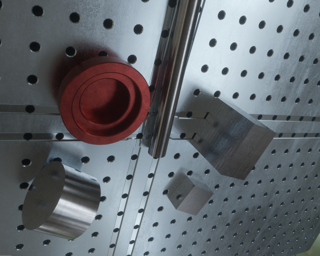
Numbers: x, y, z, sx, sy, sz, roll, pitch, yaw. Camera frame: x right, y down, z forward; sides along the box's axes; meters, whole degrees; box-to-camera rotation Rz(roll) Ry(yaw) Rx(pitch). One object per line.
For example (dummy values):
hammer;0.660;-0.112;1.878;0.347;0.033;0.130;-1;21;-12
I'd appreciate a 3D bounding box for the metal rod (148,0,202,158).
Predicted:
metal rod;0.024;-0.096;0.366;0.025;0.025;0.298;-3;120;-28

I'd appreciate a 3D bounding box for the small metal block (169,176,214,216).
small metal block;0.052;0.113;0.512;0.050;0.025;0.050;28;103;-38

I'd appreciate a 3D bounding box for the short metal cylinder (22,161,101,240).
short metal cylinder;-0.116;0.085;0.366;0.050;0.080;0.080;35;99;-39

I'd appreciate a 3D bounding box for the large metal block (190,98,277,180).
large metal block;0.102;0.015;0.443;0.050;0.080;0.080;19;109;-36

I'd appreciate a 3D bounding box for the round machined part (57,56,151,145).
round machined part;-0.064;-0.033;0.346;0.099;0.042;0.097;-14;125;-21
